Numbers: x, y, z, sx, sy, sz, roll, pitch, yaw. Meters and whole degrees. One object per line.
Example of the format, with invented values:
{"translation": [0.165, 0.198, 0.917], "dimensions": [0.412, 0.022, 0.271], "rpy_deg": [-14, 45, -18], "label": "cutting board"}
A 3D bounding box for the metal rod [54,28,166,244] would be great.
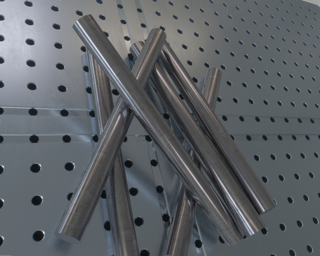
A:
{"translation": [-0.042, -0.018, 0.361], "dimensions": [0.025, 0.025, 0.300], "rpy_deg": [27, 54, -11], "label": "metal rod"}

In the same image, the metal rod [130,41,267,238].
{"translation": [0.036, -0.003, 0.402], "dimensions": [0.025, 0.025, 0.299], "rpy_deg": [-14, 61, -34], "label": "metal rod"}

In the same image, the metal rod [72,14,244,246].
{"translation": [0.001, 0.006, 0.349], "dimensions": [0.025, 0.025, 0.299], "rpy_deg": [-39, 96, -39], "label": "metal rod"}

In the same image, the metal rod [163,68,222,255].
{"translation": [0.052, 0.025, 0.420], "dimensions": [0.025, 0.025, 0.300], "rpy_deg": [27, 52, -12], "label": "metal rod"}

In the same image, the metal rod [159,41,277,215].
{"translation": [0.059, -0.022, 0.422], "dimensions": [0.025, 0.025, 0.299], "rpy_deg": [-10, 58, -32], "label": "metal rod"}

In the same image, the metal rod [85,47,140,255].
{"translation": [-0.059, 0.018, 0.364], "dimensions": [0.025, 0.025, 0.299], "rpy_deg": [1, 61, -28], "label": "metal rod"}
